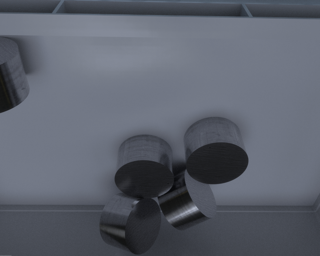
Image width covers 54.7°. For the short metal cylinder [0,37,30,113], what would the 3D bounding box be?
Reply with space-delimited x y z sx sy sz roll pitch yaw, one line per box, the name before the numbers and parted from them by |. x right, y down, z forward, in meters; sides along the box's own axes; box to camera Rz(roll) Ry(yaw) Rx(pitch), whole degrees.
short metal cylinder | -0.184 -0.056 0.323 0.081 0.080 0.050 1 130 -2

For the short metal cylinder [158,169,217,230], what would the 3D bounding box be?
short metal cylinder | 0.041 0.105 0.463 0.050 0.080 0.080 -33 123 24

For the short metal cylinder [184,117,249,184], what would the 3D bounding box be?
short metal cylinder | 0.074 0.031 0.421 0.081 0.050 0.079 0 130 0

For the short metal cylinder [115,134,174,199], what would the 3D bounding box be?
short metal cylinder | -0.021 0.055 0.440 0.081 0.050 0.079 -1 130 0

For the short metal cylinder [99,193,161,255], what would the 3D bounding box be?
short metal cylinder | -0.043 0.141 0.462 0.050 0.080 0.080 2 137 37
